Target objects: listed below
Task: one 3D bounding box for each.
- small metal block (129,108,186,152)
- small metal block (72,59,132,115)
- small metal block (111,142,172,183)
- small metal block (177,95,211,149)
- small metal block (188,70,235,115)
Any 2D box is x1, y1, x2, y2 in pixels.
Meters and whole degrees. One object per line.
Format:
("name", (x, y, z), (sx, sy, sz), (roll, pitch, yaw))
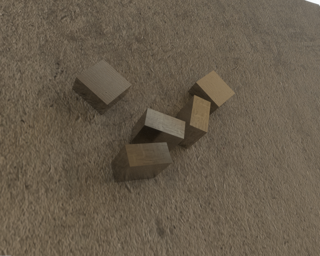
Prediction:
("small metal block", (-0.004, 0.006, 0.382), (0.050, 0.050, 0.025), (20, 54, -17))
("small metal block", (-0.074, -0.053, 0.396), (0.050, 0.025, 0.050), (42, 51, 1))
("small metal block", (-0.022, 0.039, 0.352), (0.050, 0.050, 0.025), (-2, 63, -29))
("small metal block", (0.042, -0.007, 0.414), (0.025, 0.050, 0.050), (23, 53, -15))
("small metal block", (0.080, -0.055, 0.480), (0.050, 0.025, 0.050), (48, 51, 6))
